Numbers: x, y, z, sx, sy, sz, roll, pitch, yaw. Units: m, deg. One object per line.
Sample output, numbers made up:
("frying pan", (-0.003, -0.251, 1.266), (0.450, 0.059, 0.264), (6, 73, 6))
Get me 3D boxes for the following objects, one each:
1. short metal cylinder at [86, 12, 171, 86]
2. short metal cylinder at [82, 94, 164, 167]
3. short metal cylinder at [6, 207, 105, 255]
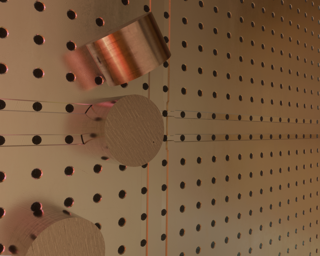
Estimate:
("short metal cylinder", (-0.034, -0.088, 0.346), (0.080, 0.080, 0.050), (-42, 116, -32))
("short metal cylinder", (-0.042, 0.003, 0.359), (0.081, 0.050, 0.079), (0, 90, -40))
("short metal cylinder", (-0.103, 0.124, 0.308), (0.081, 0.050, 0.079), (0, 90, -40))
